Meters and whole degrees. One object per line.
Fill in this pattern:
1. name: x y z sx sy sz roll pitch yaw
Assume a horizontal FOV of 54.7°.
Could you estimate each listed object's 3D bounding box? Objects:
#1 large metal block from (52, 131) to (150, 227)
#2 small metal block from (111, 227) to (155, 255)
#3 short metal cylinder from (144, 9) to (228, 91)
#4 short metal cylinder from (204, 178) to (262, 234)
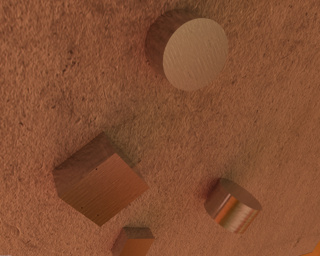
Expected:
1. large metal block: -0.073 0.065 0.391 0.080 0.050 0.080 -38 129 -3
2. small metal block: -0.044 0.188 0.499 0.050 0.025 0.050 14 111 -34
3. short metal cylinder: 0.029 -0.089 0.352 0.081 0.050 0.079 -14 124 -21
4. short metal cylinder: 0.121 0.129 0.517 0.080 0.080 0.050 21 107 -36
